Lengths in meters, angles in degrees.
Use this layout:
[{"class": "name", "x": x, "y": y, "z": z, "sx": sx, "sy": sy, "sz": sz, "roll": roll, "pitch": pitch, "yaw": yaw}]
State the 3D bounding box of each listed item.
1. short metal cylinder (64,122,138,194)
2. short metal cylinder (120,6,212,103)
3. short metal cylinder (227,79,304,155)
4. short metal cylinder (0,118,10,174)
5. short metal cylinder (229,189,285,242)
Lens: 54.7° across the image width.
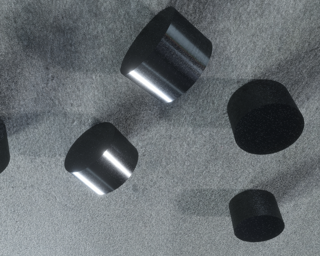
[{"class": "short metal cylinder", "x": -0.076, "y": 0.039, "z": 0.403, "sx": 0.080, "sy": 0.080, "sz": 0.050, "roll": -26, "pitch": 126, "yaw": 20}, {"class": "short metal cylinder", "x": 0.005, "y": -0.072, "z": 0.310, "sx": 0.050, "sy": 0.080, "sz": 0.080, "roll": 34, "pitch": 122, "yaw": -26}, {"class": "short metal cylinder", "x": 0.128, "y": -0.013, "z": 0.382, "sx": 0.081, "sy": 0.050, "sz": 0.079, "roll": 0, "pitch": 130, "yaw": 0}, {"class": "short metal cylinder", "x": -0.235, "y": 0.023, "z": 0.388, "sx": 0.081, "sy": 0.080, "sz": 0.050, "roll": 9, "pitch": 130, "yaw": -8}, {"class": "short metal cylinder", "x": 0.160, "y": 0.148, "z": 0.520, "sx": 0.081, "sy": 0.050, "sz": 0.079, "roll": 0, "pitch": 130, "yaw": 0}]
